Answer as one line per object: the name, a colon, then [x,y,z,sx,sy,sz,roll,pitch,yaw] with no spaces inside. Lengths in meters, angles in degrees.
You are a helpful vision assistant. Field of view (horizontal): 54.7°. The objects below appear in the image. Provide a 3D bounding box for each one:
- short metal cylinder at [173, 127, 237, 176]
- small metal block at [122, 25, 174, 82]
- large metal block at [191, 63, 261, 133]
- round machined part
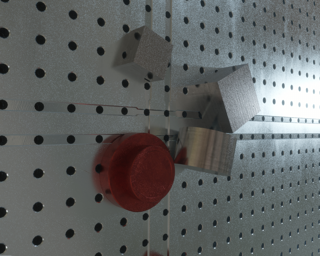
short metal cylinder: [0.061,0.033,0.424,0.080,0.080,0.050,20,77,-38]
small metal block: [-0.015,-0.094,0.397,0.050,0.025,0.050,25,74,-37]
large metal block: [0.104,-0.046,0.480,0.081,0.050,0.080,-33,110,-35]
round machined part: [-0.020,0.055,0.381,0.099,0.042,0.097,0,90,-40]
